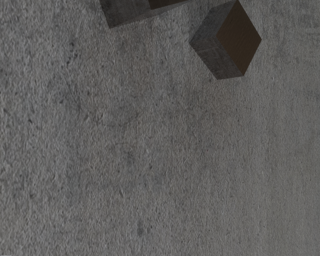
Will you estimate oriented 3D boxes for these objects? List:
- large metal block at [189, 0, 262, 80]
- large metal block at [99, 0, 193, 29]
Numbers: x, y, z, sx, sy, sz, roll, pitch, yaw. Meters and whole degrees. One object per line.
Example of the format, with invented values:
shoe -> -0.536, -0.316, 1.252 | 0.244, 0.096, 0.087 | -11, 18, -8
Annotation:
large metal block -> 0.102, -0.133, 0.473 | 0.080, 0.050, 0.080 | 45, 63, -31
large metal block -> -0.014, -0.157, 0.356 | 0.081, 0.080, 0.050 | -31, 109, -36
